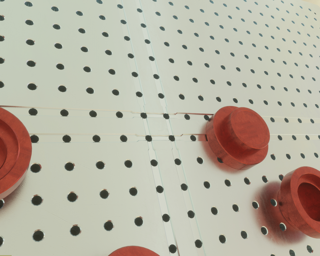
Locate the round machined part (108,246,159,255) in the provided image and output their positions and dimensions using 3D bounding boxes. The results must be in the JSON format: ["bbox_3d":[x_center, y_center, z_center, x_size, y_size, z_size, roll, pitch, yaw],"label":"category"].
[{"bbox_3d":[-0.025,0.160,0.273,0.098,0.042,0.098,29,33,-21],"label":"round machined part"}]

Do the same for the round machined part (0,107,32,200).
[{"bbox_3d":[-0.174,0.027,0.287,0.099,0.042,0.098,13,56,-21],"label":"round machined part"}]

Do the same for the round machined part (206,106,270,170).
[{"bbox_3d":[0.121,0.008,0.457,0.099,0.042,0.098,13,56,-21],"label":"round machined part"}]

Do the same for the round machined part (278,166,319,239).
[{"bbox_3d":[0.211,0.108,0.444,0.099,0.042,0.098,13,56,-21],"label":"round machined part"}]
